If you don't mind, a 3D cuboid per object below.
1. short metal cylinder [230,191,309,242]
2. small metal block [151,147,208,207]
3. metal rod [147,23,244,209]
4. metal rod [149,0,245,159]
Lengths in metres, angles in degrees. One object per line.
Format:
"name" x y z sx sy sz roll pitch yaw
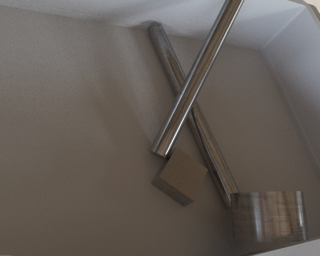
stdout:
"short metal cylinder" 0.123 0.099 0.354 0.081 0.080 0.050 6 75 -26
"small metal block" 0.025 0.060 0.384 0.050 0.025 0.050 36 51 -5
"metal rod" 0.044 -0.031 0.450 0.025 0.025 0.299 -9 66 -32
"metal rod" 0.063 -0.095 0.423 0.025 0.025 0.300 29 76 -10
